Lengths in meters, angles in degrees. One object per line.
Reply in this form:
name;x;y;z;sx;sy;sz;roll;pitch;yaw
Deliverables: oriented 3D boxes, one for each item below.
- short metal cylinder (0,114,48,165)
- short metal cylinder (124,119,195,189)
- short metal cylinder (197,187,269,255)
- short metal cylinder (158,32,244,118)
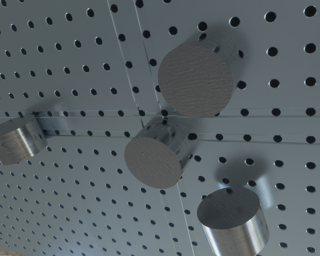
short metal cylinder;-0.234;0.018;0.507;0.080;0.080;0.050;-4;117;29
short metal cylinder;0.000;0.034;0.415;0.080;0.050;0.079;13;124;20
short metal cylinder;0.094;0.121;0.400;0.080;0.080;0.050;-9;114;31
short metal cylinder;0.045;-0.057;0.335;0.080;0.050;0.079;13;124;20
